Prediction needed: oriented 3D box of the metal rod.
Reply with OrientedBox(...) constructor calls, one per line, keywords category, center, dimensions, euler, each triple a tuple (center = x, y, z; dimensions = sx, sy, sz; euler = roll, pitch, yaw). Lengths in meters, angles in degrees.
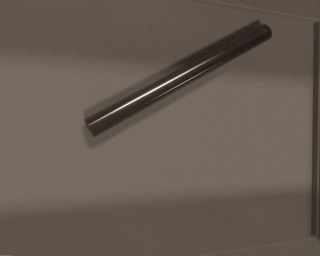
OrientedBox(category="metal rod", center=(0.037, -0.073, 0.425), dimensions=(0.302, 0.025, 0.025), euler=(-31, 101, -18))
